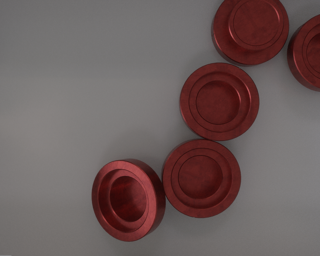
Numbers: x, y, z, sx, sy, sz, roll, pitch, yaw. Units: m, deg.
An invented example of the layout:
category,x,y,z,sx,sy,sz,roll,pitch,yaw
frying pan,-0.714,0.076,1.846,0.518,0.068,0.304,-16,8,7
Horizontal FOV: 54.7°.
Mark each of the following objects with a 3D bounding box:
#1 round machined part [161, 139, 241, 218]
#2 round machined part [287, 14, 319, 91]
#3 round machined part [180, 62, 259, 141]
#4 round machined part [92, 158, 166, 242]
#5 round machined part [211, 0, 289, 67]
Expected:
category,x,y,z,sx,sy,sz,roll,pitch,yaw
round machined part,0.050,0.062,0.401,0.099,0.042,0.097,0,91,-4
round machined part,0.214,-0.095,0.404,0.099,0.042,0.097,0,90,0
round machined part,0.074,-0.032,0.402,0.099,0.042,0.097,0,88,-1
round machined part,-0.035,0.087,0.389,0.098,0.042,0.097,0,91,30
round machined part,0.118,-0.131,0.400,0.099,0.042,0.097,0,94,0
